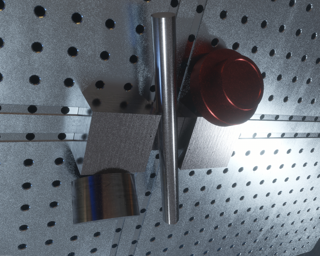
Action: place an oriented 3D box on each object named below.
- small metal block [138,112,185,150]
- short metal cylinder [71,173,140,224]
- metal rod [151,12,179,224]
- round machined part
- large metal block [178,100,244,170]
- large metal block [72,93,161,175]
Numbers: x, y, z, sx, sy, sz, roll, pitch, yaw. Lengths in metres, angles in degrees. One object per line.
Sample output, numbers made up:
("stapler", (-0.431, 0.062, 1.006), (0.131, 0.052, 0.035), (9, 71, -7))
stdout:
("small metal block", (-0.001, 0.002, 0.413), (0.050, 0.025, 0.050), (1, 118, -29))
("short metal cylinder", (-0.068, 0.089, 0.385), (0.081, 0.050, 0.080), (-8, 163, -2))
("metal rod", (0.010, 0.012, 0.390), (0.025, 0.025, 0.298), (-16, 125, -19))
("round machined part", (0.090, -0.052, 0.385), (0.099, 0.042, 0.097), (4, 81, -28))
("large metal block", (0.062, 0.010, 0.436), (0.081, 0.050, 0.079), (1, 118, -29))
("large metal block", (-0.054, 0.007, 0.371), (0.081, 0.050, 0.079), (2, 118, -30))
